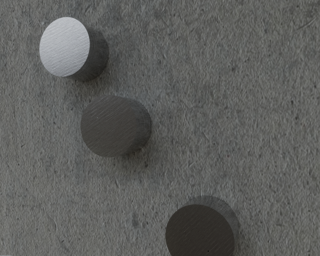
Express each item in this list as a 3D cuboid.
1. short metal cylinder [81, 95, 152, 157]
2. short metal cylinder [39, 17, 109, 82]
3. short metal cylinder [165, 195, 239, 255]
[{"bbox_3d":[-0.058,-0.003,0.416,0.080,0.050,0.080,0,90,20],"label":"short metal cylinder"},{"bbox_3d":[-0.120,-0.109,0.438,0.080,0.050,0.080,0,90,20],"label":"short metal cylinder"},{"bbox_3d":[0.053,0.127,0.377,0.080,0.050,0.080,0,90,20],"label":"short metal cylinder"}]
